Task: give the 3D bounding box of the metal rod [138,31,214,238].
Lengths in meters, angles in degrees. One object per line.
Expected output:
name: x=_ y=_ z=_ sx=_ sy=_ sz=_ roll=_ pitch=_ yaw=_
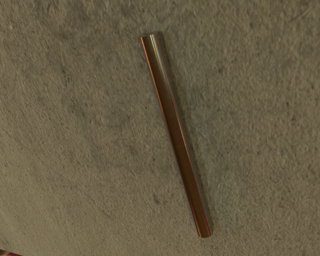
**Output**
metal rod: x=0.028 y=0.025 z=0.406 sx=0.025 sy=0.025 sz=0.298 roll=-3 pitch=117 yaw=29
